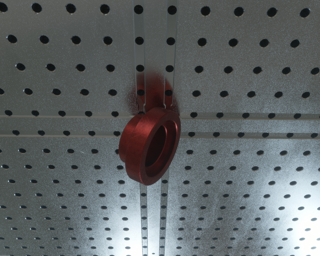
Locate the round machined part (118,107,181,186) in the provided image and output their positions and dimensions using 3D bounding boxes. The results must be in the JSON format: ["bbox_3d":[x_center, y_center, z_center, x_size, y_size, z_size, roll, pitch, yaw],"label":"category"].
[{"bbox_3d":[-0.015,0.020,0.392,0.042,0.098,0.097,20,135,25],"label":"round machined part"}]
